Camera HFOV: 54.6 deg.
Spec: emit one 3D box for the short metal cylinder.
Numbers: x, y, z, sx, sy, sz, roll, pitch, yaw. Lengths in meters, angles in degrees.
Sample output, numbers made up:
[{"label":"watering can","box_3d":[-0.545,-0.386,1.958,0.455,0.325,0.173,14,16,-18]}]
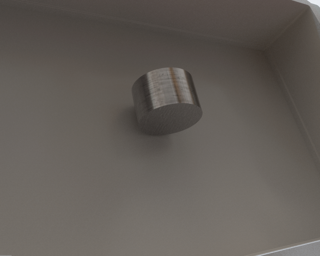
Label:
[{"label":"short metal cylinder","box_3d":[0.008,-0.031,0.389,0.081,0.080,0.050,2,61,-27]}]
